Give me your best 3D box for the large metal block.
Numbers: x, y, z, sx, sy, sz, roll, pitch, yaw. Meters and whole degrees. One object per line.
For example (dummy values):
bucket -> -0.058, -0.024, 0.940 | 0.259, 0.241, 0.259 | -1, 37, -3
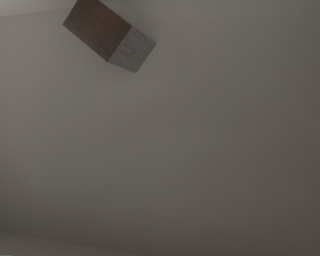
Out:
large metal block -> -0.062, -0.121, 0.402 | 0.080, 0.080, 0.050 | 41, 103, 15
